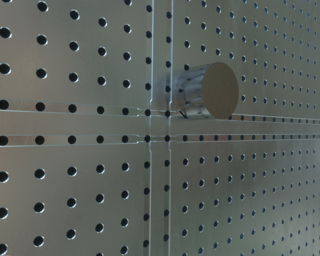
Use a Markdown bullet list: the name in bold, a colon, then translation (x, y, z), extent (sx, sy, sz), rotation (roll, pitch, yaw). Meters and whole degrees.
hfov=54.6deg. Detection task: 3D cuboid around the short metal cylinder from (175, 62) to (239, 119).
- **short metal cylinder**: translation (0.069, -0.052, 0.449), extent (0.081, 0.050, 0.080), rotation (0, 90, -40)
